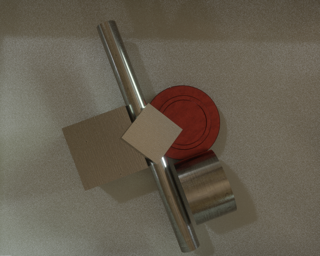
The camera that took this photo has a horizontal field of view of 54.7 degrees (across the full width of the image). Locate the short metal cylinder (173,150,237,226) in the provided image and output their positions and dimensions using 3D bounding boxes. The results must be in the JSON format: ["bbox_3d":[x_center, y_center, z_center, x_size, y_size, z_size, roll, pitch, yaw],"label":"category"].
[{"bbox_3d":[0.054,0.073,0.383,0.050,0.080,0.080,-21,90,0],"label":"short metal cylinder"}]

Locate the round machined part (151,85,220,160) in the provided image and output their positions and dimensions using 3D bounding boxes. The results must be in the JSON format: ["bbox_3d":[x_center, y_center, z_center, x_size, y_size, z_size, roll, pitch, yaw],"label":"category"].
[{"bbox_3d":[0.029,-0.007,0.401,0.099,0.042,0.097,0,90,-1],"label":"round machined part"}]

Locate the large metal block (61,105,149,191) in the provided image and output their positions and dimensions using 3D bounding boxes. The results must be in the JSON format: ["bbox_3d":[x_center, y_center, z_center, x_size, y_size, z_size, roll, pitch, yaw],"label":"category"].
[{"bbox_3d":[-0.066,0.024,0.394,0.080,0.050,0.080,-20,90,-1],"label":"large metal block"}]

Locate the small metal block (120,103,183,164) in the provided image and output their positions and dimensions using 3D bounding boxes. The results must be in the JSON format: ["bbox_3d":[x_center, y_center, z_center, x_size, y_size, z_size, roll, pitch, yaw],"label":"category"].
[{"bbox_3d":[-0.011,0.007,0.361,0.050,0.025,0.050,38,78,-7],"label":"small metal block"}]

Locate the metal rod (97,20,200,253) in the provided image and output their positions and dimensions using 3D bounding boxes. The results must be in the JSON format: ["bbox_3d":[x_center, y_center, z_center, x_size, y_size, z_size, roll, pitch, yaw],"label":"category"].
[{"bbox_3d":[-0.015,0.011,0.389,0.025,0.025,0.299,-21,90,0],"label":"metal rod"}]
